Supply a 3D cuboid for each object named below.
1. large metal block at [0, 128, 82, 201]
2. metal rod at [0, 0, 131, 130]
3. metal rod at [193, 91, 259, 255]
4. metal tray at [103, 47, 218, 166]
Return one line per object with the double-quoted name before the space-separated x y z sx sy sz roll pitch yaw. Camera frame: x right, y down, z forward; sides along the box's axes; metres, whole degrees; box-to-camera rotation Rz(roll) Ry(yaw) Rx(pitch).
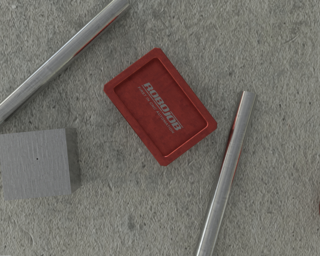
"large metal block" -0.150 0.043 0.396 0.081 0.050 0.079 -6 90 -1
"metal rod" -0.157 -0.065 0.407 0.300 0.025 0.025 -43 91 -1
"metal rod" 0.078 0.098 0.411 0.025 0.025 0.298 16 90 -1
"metal tray" 0.001 -0.027 0.407 0.090 0.030 0.130 -37 90 -1
